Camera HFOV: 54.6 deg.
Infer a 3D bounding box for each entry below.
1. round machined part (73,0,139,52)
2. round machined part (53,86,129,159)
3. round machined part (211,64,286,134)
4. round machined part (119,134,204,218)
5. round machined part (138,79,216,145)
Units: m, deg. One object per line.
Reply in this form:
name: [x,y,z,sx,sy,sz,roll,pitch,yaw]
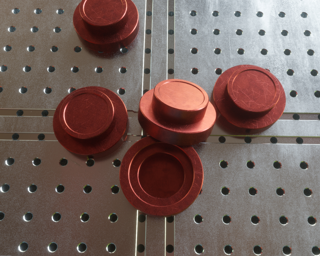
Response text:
round machined part: [-0.081,-0.167,0.463,0.099,0.042,0.098,0,70,0]
round machined part: [-0.092,-0.012,0.407,0.099,0.042,0.098,0,70,0]
round machined part: [0.121,-0.044,0.420,0.099,0.042,0.098,0,70,0]
round machined part: [0.002,0.060,0.381,0.099,0.042,0.098,0,70,0]
round machined part: [0.023,-0.026,0.389,0.099,0.042,0.098,7,40,-6]
